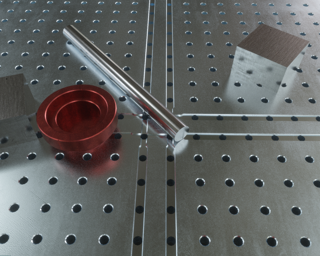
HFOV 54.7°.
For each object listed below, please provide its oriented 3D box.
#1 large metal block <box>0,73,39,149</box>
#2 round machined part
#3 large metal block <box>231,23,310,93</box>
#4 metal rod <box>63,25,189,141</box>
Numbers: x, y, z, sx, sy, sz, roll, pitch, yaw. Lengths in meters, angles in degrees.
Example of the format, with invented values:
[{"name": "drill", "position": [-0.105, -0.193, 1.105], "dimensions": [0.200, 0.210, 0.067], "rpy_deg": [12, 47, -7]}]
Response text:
[{"name": "large metal block", "position": [-0.212, -0.020, 0.407], "dimensions": [0.081, 0.050, 0.080], "rpy_deg": [-14, 52, -12]}, {"name": "round machined part", "position": [-0.104, -0.008, 0.403], "dimensions": [0.099, 0.042, 0.098], "rpy_deg": [0, 50, 0]}, {"name": "large metal block", "position": [0.172, -0.111, 0.486], "dimensions": [0.080, 0.050, 0.080], "rpy_deg": [32, 57, 24]}, {"name": "metal rod", "position": [-0.066, -0.082, 0.475], "dimensions": [0.025, 0.025, 0.300], "rpy_deg": [-32, 57, -24]}]
